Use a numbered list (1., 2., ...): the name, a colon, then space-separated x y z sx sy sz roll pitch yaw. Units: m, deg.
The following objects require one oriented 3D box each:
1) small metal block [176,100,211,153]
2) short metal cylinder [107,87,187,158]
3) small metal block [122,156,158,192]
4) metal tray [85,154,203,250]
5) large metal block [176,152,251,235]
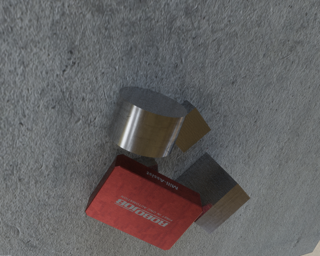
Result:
1. small metal block: 0.034 -0.002 0.424 0.050 0.025 0.050 -41 130 -1
2. short metal cylinder: -0.015 -0.009 0.358 0.081 0.080 0.050 7 115 -32
3. small metal block: -0.031 0.070 0.433 0.050 0.025 0.050 -15 125 -20
4. metal tray: -0.021 0.102 0.415 0.131 0.030 0.090 29 112 -13
5. large metal block: 0.074 0.098 0.472 0.080 0.080 0.050 -43 130 1
